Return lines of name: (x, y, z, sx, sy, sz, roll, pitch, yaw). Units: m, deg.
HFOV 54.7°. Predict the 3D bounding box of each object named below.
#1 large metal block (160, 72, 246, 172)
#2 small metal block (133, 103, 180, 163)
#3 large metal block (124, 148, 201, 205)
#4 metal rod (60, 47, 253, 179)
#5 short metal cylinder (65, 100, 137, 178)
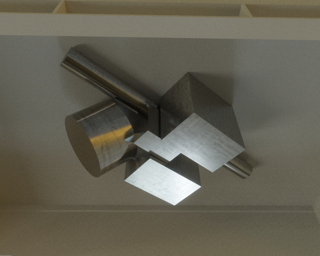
large metal block: (0.048, -0.007, 0.367, 0.080, 0.080, 0.050, 33, 123, -25)
small metal block: (-0.002, 0.006, 0.366, 0.050, 0.050, 0.025, 33, 122, -25)
large metal block: (0.004, 0.042, 0.408, 0.080, 0.080, 0.050, 32, 123, -25)
metal rod: (0.013, -0.007, 0.403, 0.301, 0.025, 0.025, 32, 123, -25)
short metal cylinder: (-0.072, 0.012, 0.373, 0.050, 0.080, 0.079, -28, 138, -30)
